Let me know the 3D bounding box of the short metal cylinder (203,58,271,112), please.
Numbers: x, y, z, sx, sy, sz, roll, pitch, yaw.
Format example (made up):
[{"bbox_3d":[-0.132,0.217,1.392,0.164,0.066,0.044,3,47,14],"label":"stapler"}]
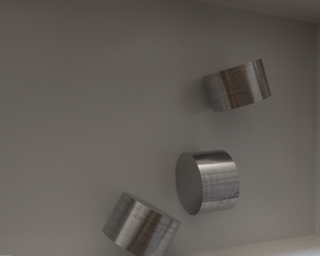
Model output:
[{"bbox_3d":[0.104,-0.058,0.421,0.081,0.080,0.050,-20,97,-19],"label":"short metal cylinder"}]

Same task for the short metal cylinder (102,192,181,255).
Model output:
[{"bbox_3d":[-0.022,0.118,0.374,0.080,0.080,0.050,32,80,-18],"label":"short metal cylinder"}]

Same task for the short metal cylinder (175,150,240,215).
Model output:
[{"bbox_3d":[0.059,0.070,0.405,0.050,0.080,0.079,-3,91,-20],"label":"short metal cylinder"}]
